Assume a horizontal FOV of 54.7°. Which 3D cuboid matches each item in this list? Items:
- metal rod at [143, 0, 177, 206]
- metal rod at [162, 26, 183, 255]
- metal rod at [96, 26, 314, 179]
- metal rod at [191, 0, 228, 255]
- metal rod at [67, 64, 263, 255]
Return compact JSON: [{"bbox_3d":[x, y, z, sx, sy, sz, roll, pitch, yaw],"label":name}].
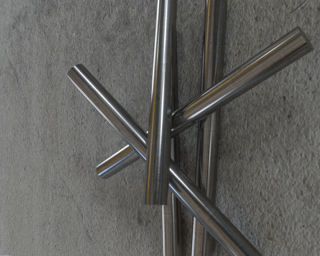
[{"bbox_3d":[0.004,-0.066,0.353,0.025,0.025,0.299,-11,68,39],"label":"metal rod"},{"bbox_3d":[0.013,0.022,0.394,0.025,0.025,0.298,-2,88,40],"label":"metal rod"},{"bbox_3d":[0.023,-0.009,0.351,0.299,0.025,0.025,-34,69,34],"label":"metal rod"},{"bbox_3d":[0.056,0.003,0.358,0.025,0.025,0.298,5,93,40],"label":"metal rod"},{"bbox_3d":[-0.001,0.038,0.349,0.300,0.025,0.025,46,119,11],"label":"metal rod"}]
